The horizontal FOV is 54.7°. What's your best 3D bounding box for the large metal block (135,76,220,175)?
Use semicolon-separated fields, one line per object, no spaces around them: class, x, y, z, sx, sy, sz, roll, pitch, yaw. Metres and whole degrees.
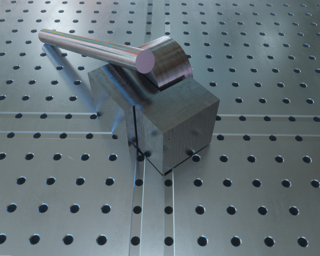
large metal block;0.020;-0.003;0.372;0.081;0.080;0.050;-31;57;-23

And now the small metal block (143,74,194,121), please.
small metal block;0.012;-0.045;0.446;0.050;0.025;0.050;-34;58;-26

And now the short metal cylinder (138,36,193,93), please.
short metal cylinder;-0.003;-0.071;0.398;0.050;0.080;0.080;-30;56;-23

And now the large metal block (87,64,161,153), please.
large metal block;-0.044;-0.029;0.397;0.050;0.080;0.080;-31;57;-23

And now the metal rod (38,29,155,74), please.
metal rod;-0.108;-0.116;0.436;0.025;0.025;0.300;-34;37;-25
